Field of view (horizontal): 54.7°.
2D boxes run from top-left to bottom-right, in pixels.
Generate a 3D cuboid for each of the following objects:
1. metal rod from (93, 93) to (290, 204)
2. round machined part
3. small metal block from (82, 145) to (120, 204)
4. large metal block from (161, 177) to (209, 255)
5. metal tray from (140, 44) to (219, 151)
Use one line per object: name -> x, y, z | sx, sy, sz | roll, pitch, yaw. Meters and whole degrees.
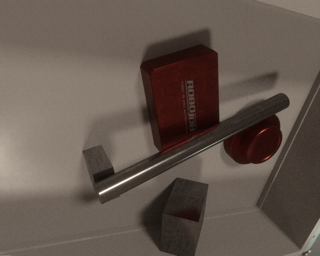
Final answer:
metal rod -> 0.057, 0.017, 0.406 | 0.302, 0.025, 0.025 | -24, 128, -23
round machined part -> 0.155, 0.019, 0.497 | 0.099, 0.042, 0.097 | -14, 125, -21
small metal block -> -0.074, 0.057, 0.389 | 0.025, 0.050, 0.050 | -19, 126, -18
large metal block -> 0.038, 0.136, 0.472 | 0.050, 0.080, 0.079 | 10, 122, 14
metal tray -> 0.031, -0.033, 0.404 | 0.091, 0.030, 0.129 | -21, 127, -16
